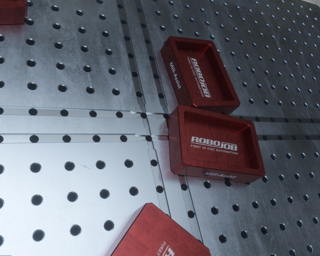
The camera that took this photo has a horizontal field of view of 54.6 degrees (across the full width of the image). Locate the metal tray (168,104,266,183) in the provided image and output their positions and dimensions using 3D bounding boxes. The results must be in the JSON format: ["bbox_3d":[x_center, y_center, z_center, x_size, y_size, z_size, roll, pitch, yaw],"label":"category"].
[{"bbox_3d":[0.078,0.024,0.431,0.131,0.030,0.090,11,57,-22],"label":"metal tray"}]

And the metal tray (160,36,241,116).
[{"bbox_3d":[0.062,-0.082,0.487,0.091,0.030,0.130,-3,63,-30],"label":"metal tray"}]

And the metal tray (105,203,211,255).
[{"bbox_3d":[-0.015,0.152,0.304,0.090,0.030,0.131,40,51,-1],"label":"metal tray"}]

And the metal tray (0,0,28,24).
[{"bbox_3d":[-0.235,-0.190,0.394,0.091,0.030,0.130,-16,70,-34],"label":"metal tray"}]
